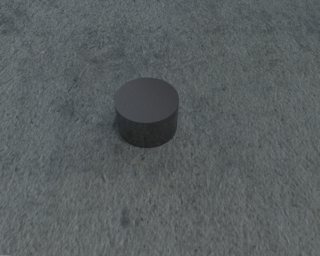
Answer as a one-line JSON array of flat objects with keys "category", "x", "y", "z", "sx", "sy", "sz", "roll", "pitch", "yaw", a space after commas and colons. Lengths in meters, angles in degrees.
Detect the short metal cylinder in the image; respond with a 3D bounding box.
[{"category": "short metal cylinder", "x": -0.017, "y": -0.021, "z": 0.404, "sx": 0.081, "sy": 0.050, "sz": 0.080, "roll": 0, "pitch": 50, "yaw": 0}]
